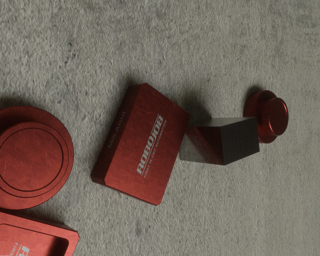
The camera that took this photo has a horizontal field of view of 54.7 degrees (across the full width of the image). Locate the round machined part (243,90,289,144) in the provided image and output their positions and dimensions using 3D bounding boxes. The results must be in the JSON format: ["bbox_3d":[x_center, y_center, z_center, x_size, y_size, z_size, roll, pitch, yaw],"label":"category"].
[{"bbox_3d":[0.198,-0.020,0.563,0.099,0.042,0.097,0,90,-40],"label":"round machined part"}]

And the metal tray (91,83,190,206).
[{"bbox_3d":[-0.019,0.021,0.387,0.090,0.030,0.130,32,70,-36],"label":"metal tray"}]

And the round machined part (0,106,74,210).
[{"bbox_3d":[-0.126,0.028,0.289,0.099,0.042,0.097,0,90,-40],"label":"round machined part"}]

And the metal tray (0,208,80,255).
[{"bbox_3d":[-0.142,0.146,0.283,0.090,0.030,0.130,32,70,-36],"label":"metal tray"}]

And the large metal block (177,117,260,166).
[{"bbox_3d":[0.082,0.015,0.440,0.081,0.080,0.050,-13,99,-40],"label":"large metal block"}]
